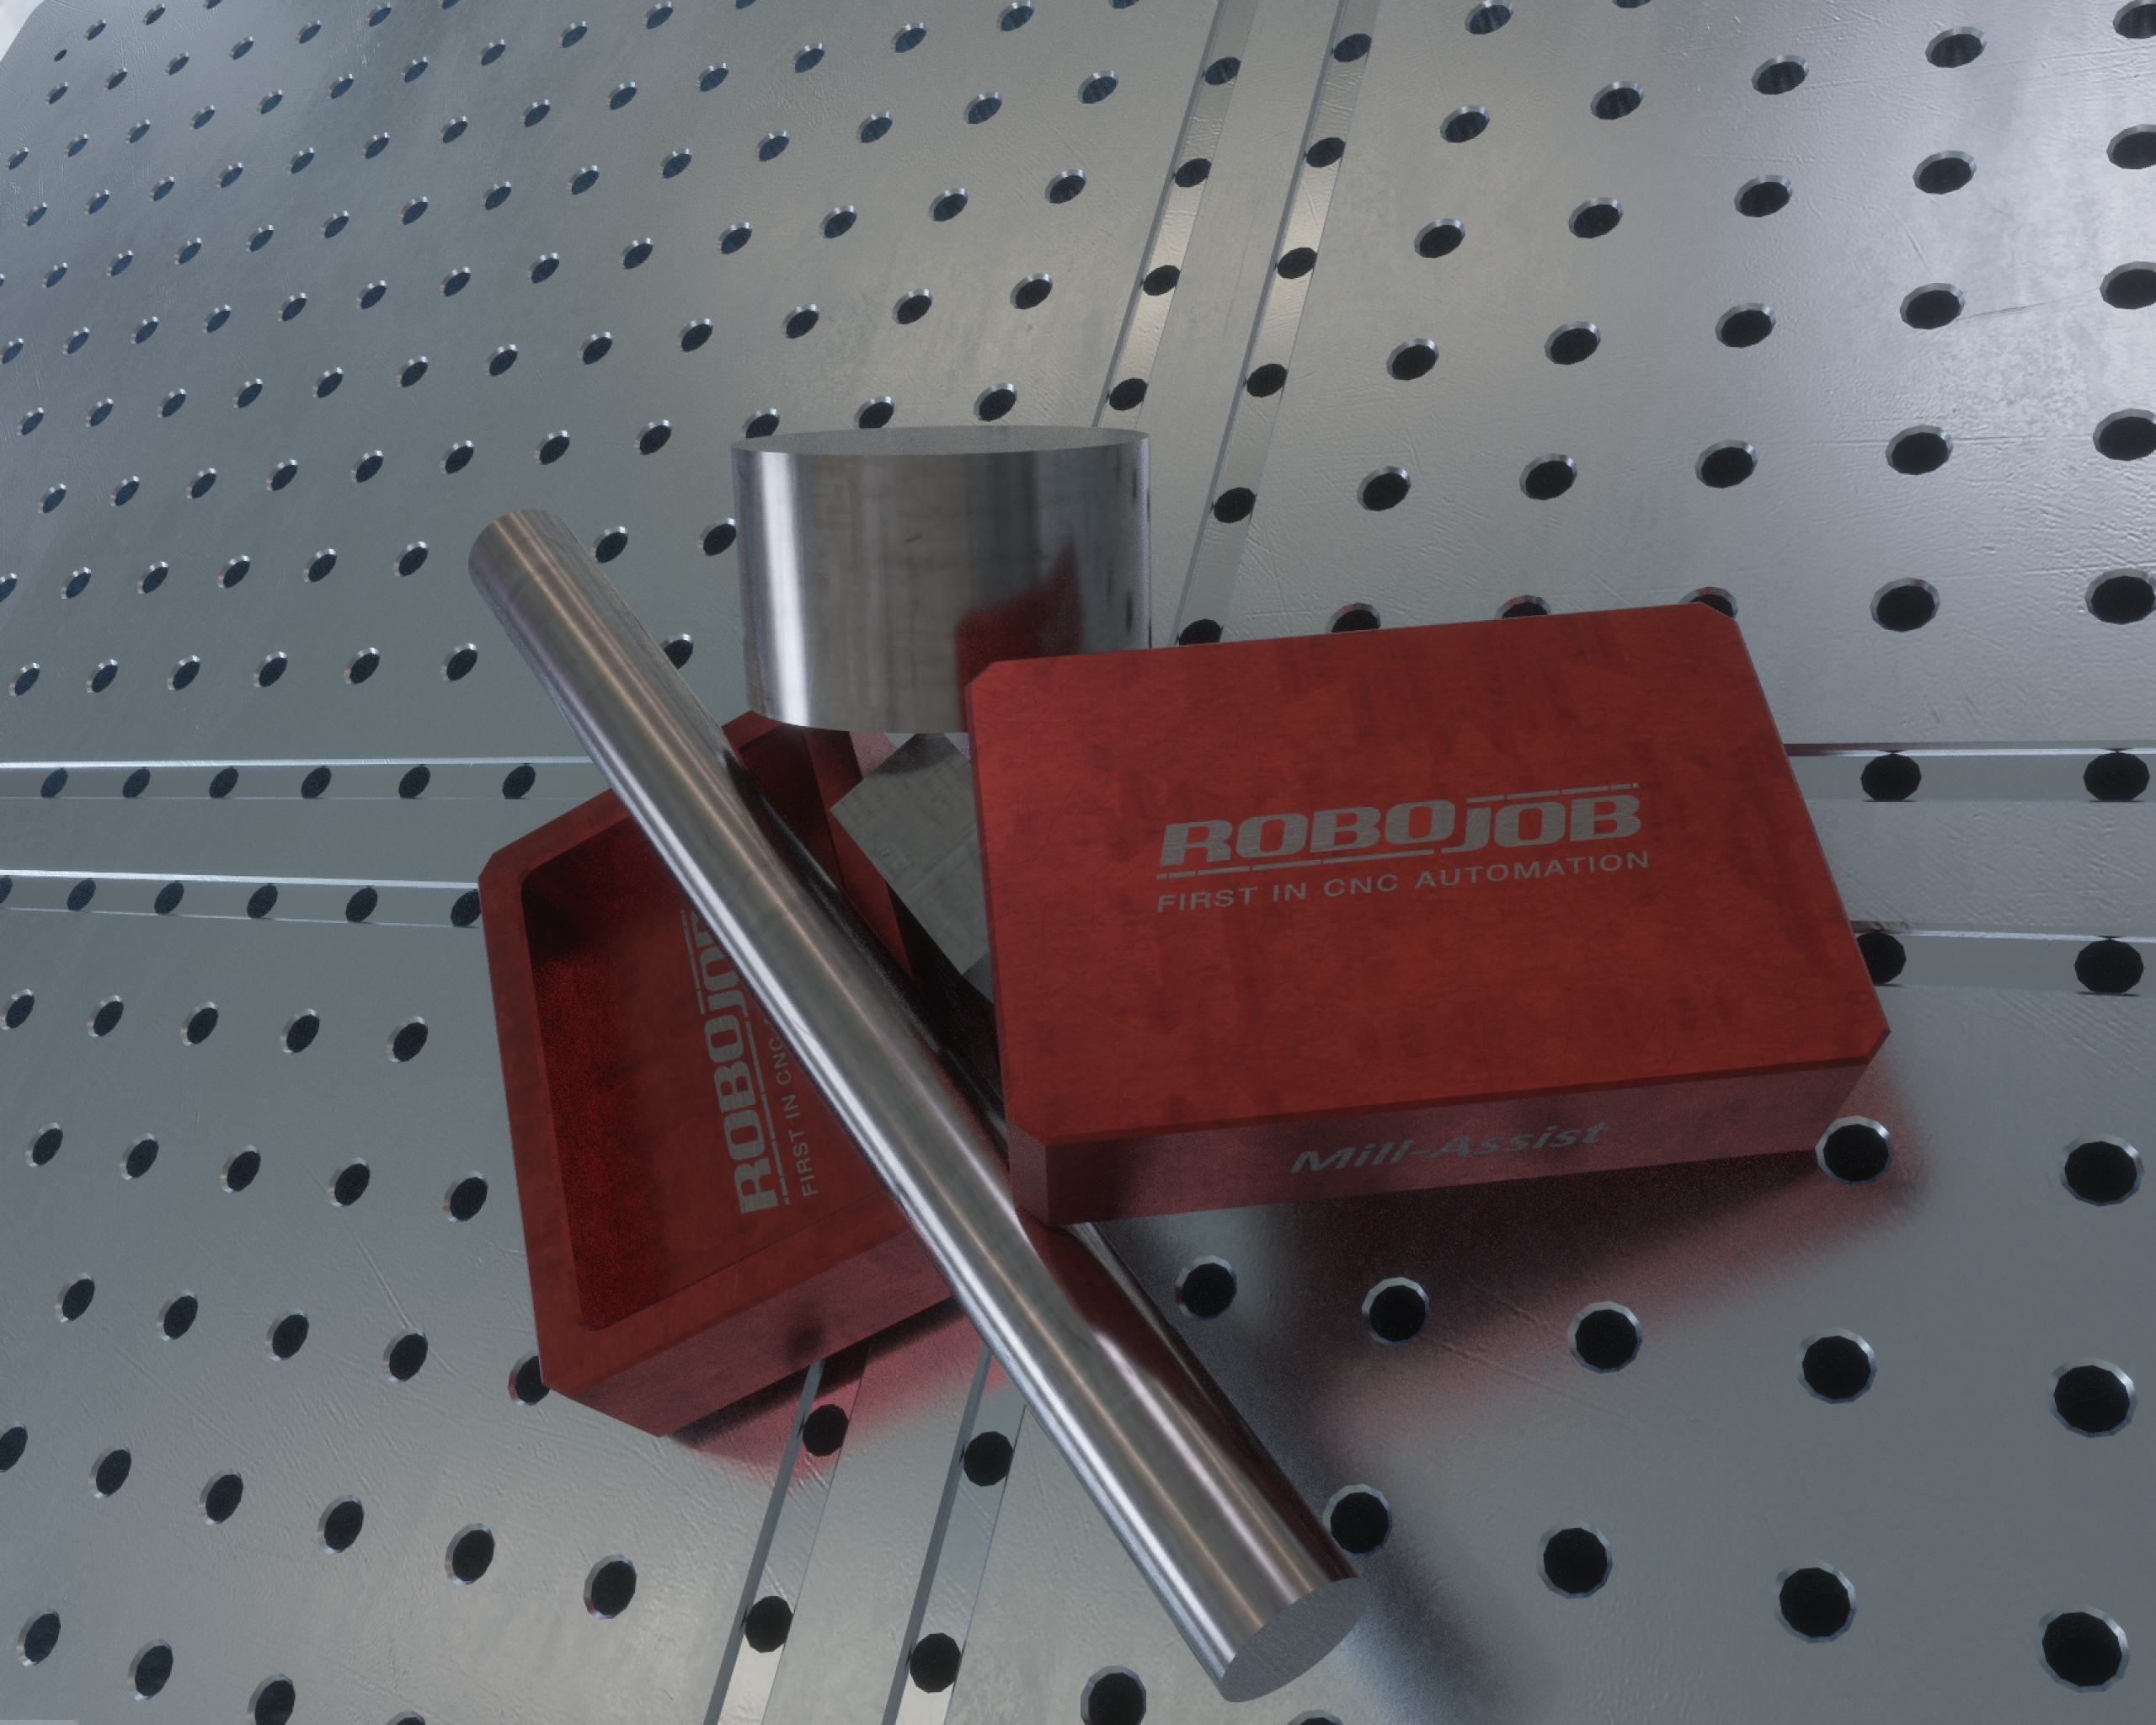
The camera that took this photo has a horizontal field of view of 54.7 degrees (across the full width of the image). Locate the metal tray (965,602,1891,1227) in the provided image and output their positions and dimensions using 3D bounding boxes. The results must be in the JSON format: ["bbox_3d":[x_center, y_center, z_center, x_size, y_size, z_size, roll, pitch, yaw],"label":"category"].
[{"bbox_3d":[0.051,0.006,0.337,0.131,0.030,0.090,-5,56,-4],"label":"metal tray"}]

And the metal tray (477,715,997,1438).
[{"bbox_3d":[-0.067,0.035,0.414,0.090,0.030,0.130,-28,52,10],"label":"metal tray"}]

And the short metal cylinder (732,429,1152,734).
[{"bbox_3d":[-0.026,-0.058,0.409,0.080,0.081,0.050,9,108,32],"label":"short metal cylinder"}]

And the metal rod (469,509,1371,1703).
[{"bbox_3d":[-0.048,0.019,0.378,0.025,0.025,0.300,-41,51,0],"label":"metal rod"}]

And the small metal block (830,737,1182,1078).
[{"bbox_3d":[-0.013,0.008,0.388,0.025,0.050,0.050,-42,51,0],"label":"small metal block"}]
